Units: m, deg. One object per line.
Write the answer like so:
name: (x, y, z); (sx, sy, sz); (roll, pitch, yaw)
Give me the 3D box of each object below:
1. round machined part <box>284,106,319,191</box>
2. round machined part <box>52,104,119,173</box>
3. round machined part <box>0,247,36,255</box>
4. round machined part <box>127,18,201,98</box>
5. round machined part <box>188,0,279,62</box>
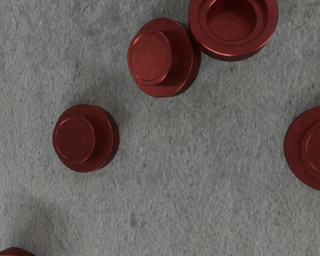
round machined part: (0.187, 0.022, 0.334); (0.098, 0.042, 0.097); (0, 90, 19)
round machined part: (-0.111, 0.015, 0.438); (0.098, 0.042, 0.097); (0, 90, 19)
round machined part: (-0.218, 0.231, 0.475); (0.098, 0.042, 0.097); (0, 90, 19)
round machined part: (-0.002, -0.087, 0.385); (0.098, 0.042, 0.097); (6, 100, 36)
round machined part: (0.082, -0.124, 0.362); (0.099, 0.042, 0.097); (0, 83, 4)
